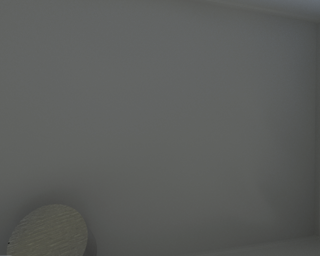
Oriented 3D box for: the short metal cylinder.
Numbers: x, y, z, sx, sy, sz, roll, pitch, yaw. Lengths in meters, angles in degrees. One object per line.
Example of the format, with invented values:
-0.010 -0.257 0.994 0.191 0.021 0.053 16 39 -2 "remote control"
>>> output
-0.113 0.130 0.334 0.080 0.050 0.080 -1 53 1 "short metal cylinder"
